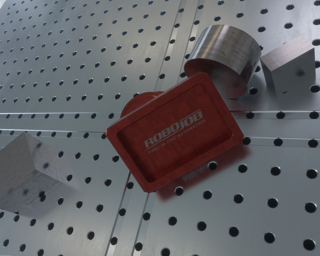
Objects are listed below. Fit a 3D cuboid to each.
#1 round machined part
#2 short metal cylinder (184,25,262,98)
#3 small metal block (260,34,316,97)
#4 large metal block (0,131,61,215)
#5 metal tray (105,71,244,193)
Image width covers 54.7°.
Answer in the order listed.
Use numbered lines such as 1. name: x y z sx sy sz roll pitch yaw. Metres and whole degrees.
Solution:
1. round machined part: -0.013 -0.009 0.410 0.098 0.042 0.098 -13 56 20
2. short metal cylinder: 0.077 -0.080 0.382 0.080 0.080 0.050 15 70 34
3. small metal block: 0.148 -0.071 0.358 0.050 0.050 0.025 -30 52 9
4. large metal block: -0.206 0.066 0.460 0.080 0.050 0.080 -38 51 2
5. metal tray: 0.016 0.005 0.356 0.130 0.090 0.030 -31 10 8
